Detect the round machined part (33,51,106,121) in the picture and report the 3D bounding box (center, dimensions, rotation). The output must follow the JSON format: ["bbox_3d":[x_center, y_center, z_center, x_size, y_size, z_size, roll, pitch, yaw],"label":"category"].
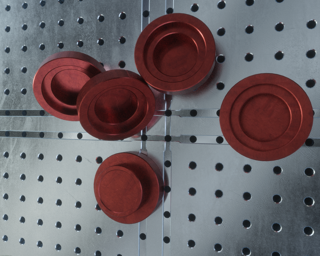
[{"bbox_3d":[-0.118,-0.060,0.426,0.099,0.042,0.097,-4,127,-5],"label":"round machined part"}]

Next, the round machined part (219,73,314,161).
[{"bbox_3d":[0.122,-0.012,0.360,0.098,0.042,0.097,0,90,19],"label":"round machined part"}]

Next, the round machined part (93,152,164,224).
[{"bbox_3d":[-0.048,0.082,0.419,0.098,0.042,0.097,0,90,19],"label":"round machined part"}]

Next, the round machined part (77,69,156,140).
[{"bbox_3d":[-0.058,-0.034,0.403,0.098,0.098,0.042,-43,42,15],"label":"round machined part"}]

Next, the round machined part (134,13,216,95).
[{"bbox_3d":[0.021,-0.089,0.390,0.098,0.042,0.097,-1,83,11],"label":"round machined part"}]
